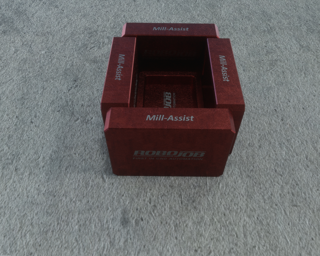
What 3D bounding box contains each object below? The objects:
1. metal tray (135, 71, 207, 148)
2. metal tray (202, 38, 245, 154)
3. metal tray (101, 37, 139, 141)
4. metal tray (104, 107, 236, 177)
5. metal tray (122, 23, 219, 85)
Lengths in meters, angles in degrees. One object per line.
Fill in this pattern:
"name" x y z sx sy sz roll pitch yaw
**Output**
"metal tray" 0.014 -0.024 0.422 0.091 0.030 0.130 1 50 0
"metal tray" 0.075 -0.042 0.398 0.030 0.089 0.130 1 50 0
"metal tray" -0.047 -0.044 0.398 0.030 0.089 0.130 1 50 0
"metal tray" 0.010 0.018 0.346 0.131 0.089 0.030 1 50 0
"metal tray" 0.014 -0.105 0.450 0.131 0.089 0.030 1 50 0
